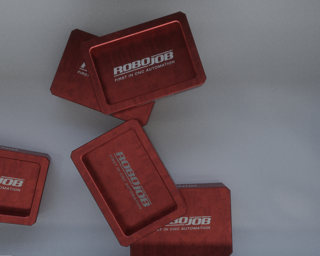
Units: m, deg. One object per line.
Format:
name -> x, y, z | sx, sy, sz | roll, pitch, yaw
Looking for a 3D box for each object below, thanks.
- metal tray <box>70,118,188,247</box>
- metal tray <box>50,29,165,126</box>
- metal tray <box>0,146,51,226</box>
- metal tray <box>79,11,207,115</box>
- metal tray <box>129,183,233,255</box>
metal tray -> -0.036, 0.064, 0.377 | 0.090, 0.030, 0.130 | -29, 90, 0
metal tray -> -0.065, -0.064, 0.408 | 0.131, 0.030, 0.090 | 20, 90, 0
metal tray -> -0.214, 0.067, 0.388 | 0.131, 0.030, 0.090 | 13, 90, -17
metal tray -> -0.020, -0.076, 0.377 | 0.131, 0.030, 0.090 | -18, 90, 0
metal tray -> 0.026, 0.122, 0.409 | 0.131, 0.030, 0.089 | -2, 90, 0
